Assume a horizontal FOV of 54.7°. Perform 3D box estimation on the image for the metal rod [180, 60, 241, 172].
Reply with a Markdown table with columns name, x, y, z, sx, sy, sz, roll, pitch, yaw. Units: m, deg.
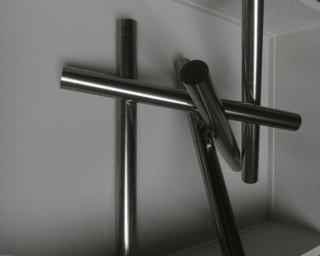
| name | x | y | z | sx | sy | sz | roll | pitch | yaw |
| --- | --- | --- | --- | --- | --- | --- | --- | --- | --- |
| metal rod | 0.080 | 0.008 | 0.392 | 0.300 | 0.025 | 0.025 | 47 | 59 | -60 |

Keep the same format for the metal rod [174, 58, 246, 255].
| name | x | y | z | sx | sy | sz | roll | pitch | yaw |
| --- | --- | --- | --- | --- | --- | --- | --- | --- | --- |
| metal rod | 0.061 | 0.045 | 0.383 | 0.025 | 0.025 | 0.299 | 7 | 62 | -40 |

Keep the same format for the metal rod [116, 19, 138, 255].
| name | x | y | z | sx | sy | sz | roll | pitch | yaw |
| --- | --- | --- | --- | --- | --- | --- | --- | --- | --- |
| metal rod | -0.040 | 0.021 | 0.374 | 0.025 | 0.025 | 0.298 | 0 | 90 | -40 |

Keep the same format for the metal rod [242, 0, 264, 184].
| name | x | y | z | sx | sy | sz | roll | pitch | yaw |
| --- | --- | --- | --- | --- | --- | --- | --- | --- | --- |
| metal rod | 0.121 | -0.051 | 0.409 | 0.025 | 0.025 | 0.298 | -31 | 125 | -36 |

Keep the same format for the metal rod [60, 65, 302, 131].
| name | x | y | z | sx | sy | sz | roll | pitch | yaw |
| --- | --- | --- | --- | --- | --- | --- | --- | --- | --- |
| metal rod | 0.039 | -0.031 | 0.370 | 0.302 | 0.025 | 0.025 | 9 | 84 | -18 |
